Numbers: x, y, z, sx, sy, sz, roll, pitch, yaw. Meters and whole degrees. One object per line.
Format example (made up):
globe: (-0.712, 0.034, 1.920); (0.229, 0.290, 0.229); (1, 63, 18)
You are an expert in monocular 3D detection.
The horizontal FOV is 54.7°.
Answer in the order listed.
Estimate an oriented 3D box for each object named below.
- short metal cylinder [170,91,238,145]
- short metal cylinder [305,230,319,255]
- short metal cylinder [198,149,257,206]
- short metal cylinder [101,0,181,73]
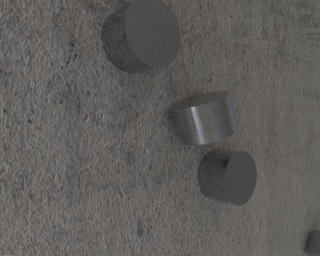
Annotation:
short metal cylinder: (0.060, -0.015, 0.419); (0.081, 0.080, 0.050); (-26, 107, -37)
short metal cylinder: (0.367, 0.264, 0.677); (0.080, 0.080, 0.050); (38, 67, -34)
short metal cylinder: (0.104, 0.074, 0.476); (0.081, 0.050, 0.080); (0, 90, -40)
short metal cylinder: (-0.022, -0.108, 0.370); (0.081, 0.050, 0.080); (0, 90, -40)
